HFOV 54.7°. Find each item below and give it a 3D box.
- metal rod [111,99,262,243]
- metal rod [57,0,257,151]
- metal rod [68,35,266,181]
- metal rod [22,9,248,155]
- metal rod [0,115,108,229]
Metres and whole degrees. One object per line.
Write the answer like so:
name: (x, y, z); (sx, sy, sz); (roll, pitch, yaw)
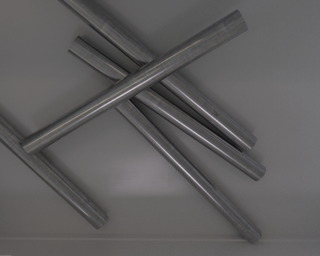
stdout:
metal rod: (0.043, 0.062, 0.434); (0.025, 0.025, 0.300); (-41, 105, 13)
metal rod: (0.005, -0.067, 0.386); (0.301, 0.025, 0.025); (37, 106, -13)
metal rod: (0.018, -0.019, 0.404); (0.301, 0.025, 0.025); (34, 107, -12)
metal rod: (-0.040, -0.046, 0.366); (0.300, 0.025, 0.025); (-29, 108, 13)
metal rod: (-0.182, 0.033, 0.421); (0.025, 0.025, 0.300); (-38, 106, 13)
